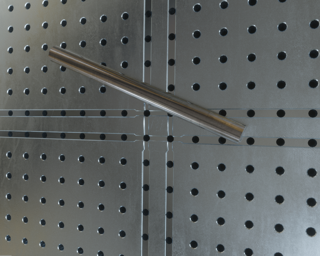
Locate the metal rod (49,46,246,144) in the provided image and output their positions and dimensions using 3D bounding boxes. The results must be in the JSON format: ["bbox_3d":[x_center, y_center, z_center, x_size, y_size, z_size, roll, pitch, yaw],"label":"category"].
[{"bbox_3d":[-0.030,-0.052,0.423,0.300,0.025,0.025,25,98,18],"label":"metal rod"}]
